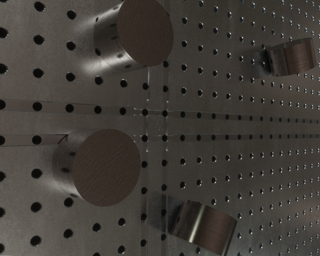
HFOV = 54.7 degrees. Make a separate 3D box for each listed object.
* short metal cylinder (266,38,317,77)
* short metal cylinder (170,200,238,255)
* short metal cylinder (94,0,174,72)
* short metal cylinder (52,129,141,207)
[{"bbox_3d":[0.248,-0.134,0.585,0.081,0.080,0.050,-30,109,-36],"label":"short metal cylinder"},{"bbox_3d":[0.060,0.139,0.427,0.080,0.080,0.050,37,67,-34],"label":"short metal cylinder"},{"bbox_3d":[-0.030,-0.110,0.369,0.081,0.050,0.079,0,91,-40],"label":"short metal cylinder"},{"bbox_3d":[-0.068,0.041,0.337,0.081,0.050,0.079,0,90,-40],"label":"short metal cylinder"}]
